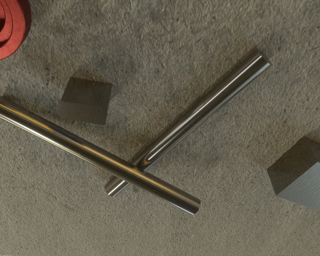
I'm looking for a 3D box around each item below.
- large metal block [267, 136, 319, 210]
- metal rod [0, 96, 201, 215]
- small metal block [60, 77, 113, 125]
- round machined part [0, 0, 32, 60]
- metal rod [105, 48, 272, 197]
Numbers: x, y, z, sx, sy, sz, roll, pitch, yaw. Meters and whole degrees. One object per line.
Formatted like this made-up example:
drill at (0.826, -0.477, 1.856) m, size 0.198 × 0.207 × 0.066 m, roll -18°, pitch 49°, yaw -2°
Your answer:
large metal block at (0.220, 0.068, 0.452) m, size 0.080 × 0.050 × 0.080 m, roll 21°, pitch 127°, yaw -18°
metal rod at (-0.074, 0.044, 0.418) m, size 0.301 × 0.025 × 0.025 m, roll 30°, pitch 124°, yaw -14°
small metal block at (-0.085, -0.032, 0.362) m, size 0.050 × 0.050 × 0.025 m, roll 9°, pitch 130°, yaw -8°
round machined part at (-0.173, -0.117, 0.294) m, size 0.099 × 0.042 × 0.097 m, roll -1°, pitch 130°, yaw 0°
metal rod at (0.019, 0.009, 0.415) m, size 0.025 × 0.025 × 0.299 m, roll 32°, pitch 123°, yaw -25°
